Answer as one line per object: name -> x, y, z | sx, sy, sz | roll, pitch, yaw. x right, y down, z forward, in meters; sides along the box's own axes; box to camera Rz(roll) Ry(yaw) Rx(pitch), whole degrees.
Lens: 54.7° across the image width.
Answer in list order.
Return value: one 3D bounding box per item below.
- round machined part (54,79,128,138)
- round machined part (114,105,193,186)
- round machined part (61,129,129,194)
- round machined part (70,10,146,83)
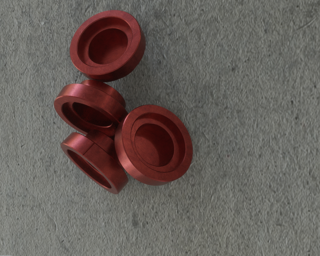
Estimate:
round machined part -> -0.085, -0.026, 0.410 | 0.098, 0.098, 0.042 | 11, 59, 19
round machined part -> -0.011, 0.023, 0.383 | 0.042, 0.099, 0.098 | -36, 76, 50
round machined part -> -0.079, 0.039, 0.408 | 0.098, 0.098, 0.042 | 33, 65, 17
round machined part -> -0.065, -0.104, 0.412 | 0.098, 0.042, 0.098 | -6, 68, 14
